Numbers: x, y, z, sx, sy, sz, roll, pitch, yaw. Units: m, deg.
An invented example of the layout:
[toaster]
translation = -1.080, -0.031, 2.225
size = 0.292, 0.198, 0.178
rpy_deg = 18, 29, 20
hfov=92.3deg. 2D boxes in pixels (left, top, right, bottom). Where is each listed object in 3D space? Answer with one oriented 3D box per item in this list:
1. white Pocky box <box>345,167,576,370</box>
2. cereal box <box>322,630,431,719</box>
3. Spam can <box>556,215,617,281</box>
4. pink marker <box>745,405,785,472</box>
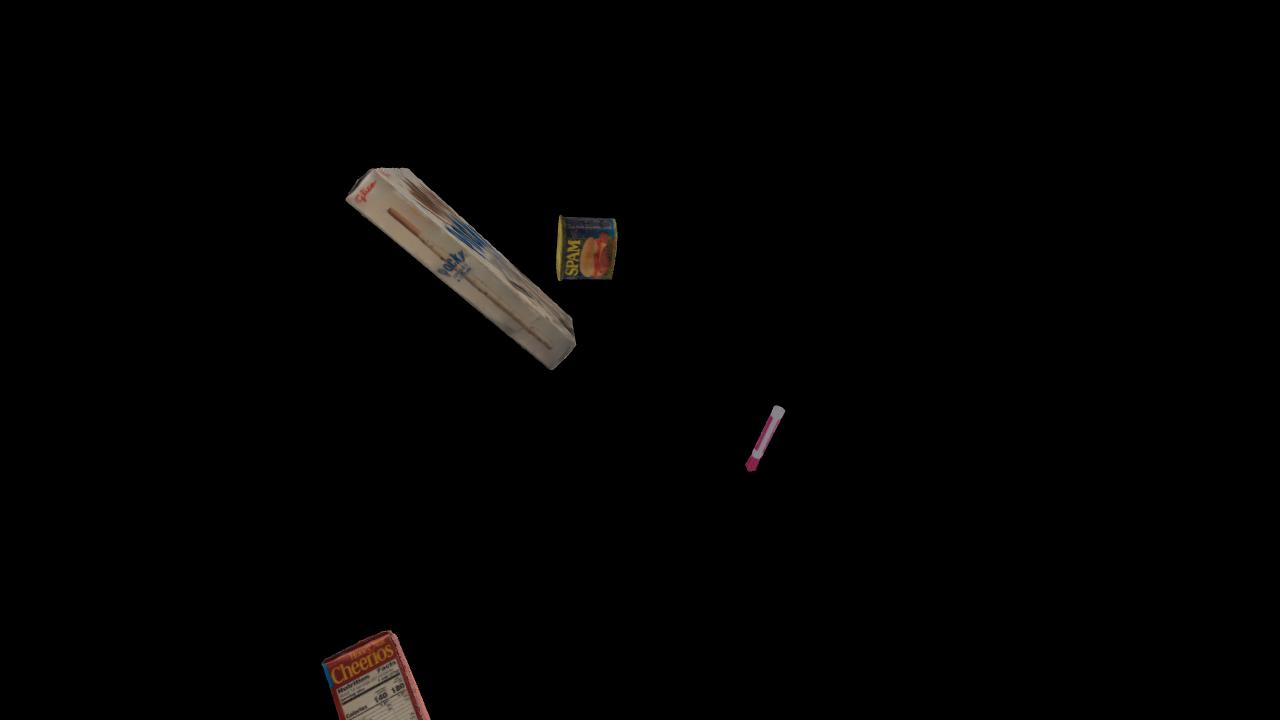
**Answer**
[white Pocky box]
translation = -0.107, -0.060, 0.398
size = 0.154, 0.028, 0.084
rpy_deg = 42, 7, -17
[cereal box]
translation = -0.256, 0.462, 0.681
size = 0.081, 0.306, 0.203
rpy_deg = -21, -16, -27
[Spam can]
translation = -0.083, -0.171, 0.946
size = 0.085, 0.058, 0.101
rpy_deg = -1, -41, -13
[pink marker]
translation = 0.196, 0.127, 0.973
size = 0.020, 0.121, 0.020
rpy_deg = 17, 23, -8
